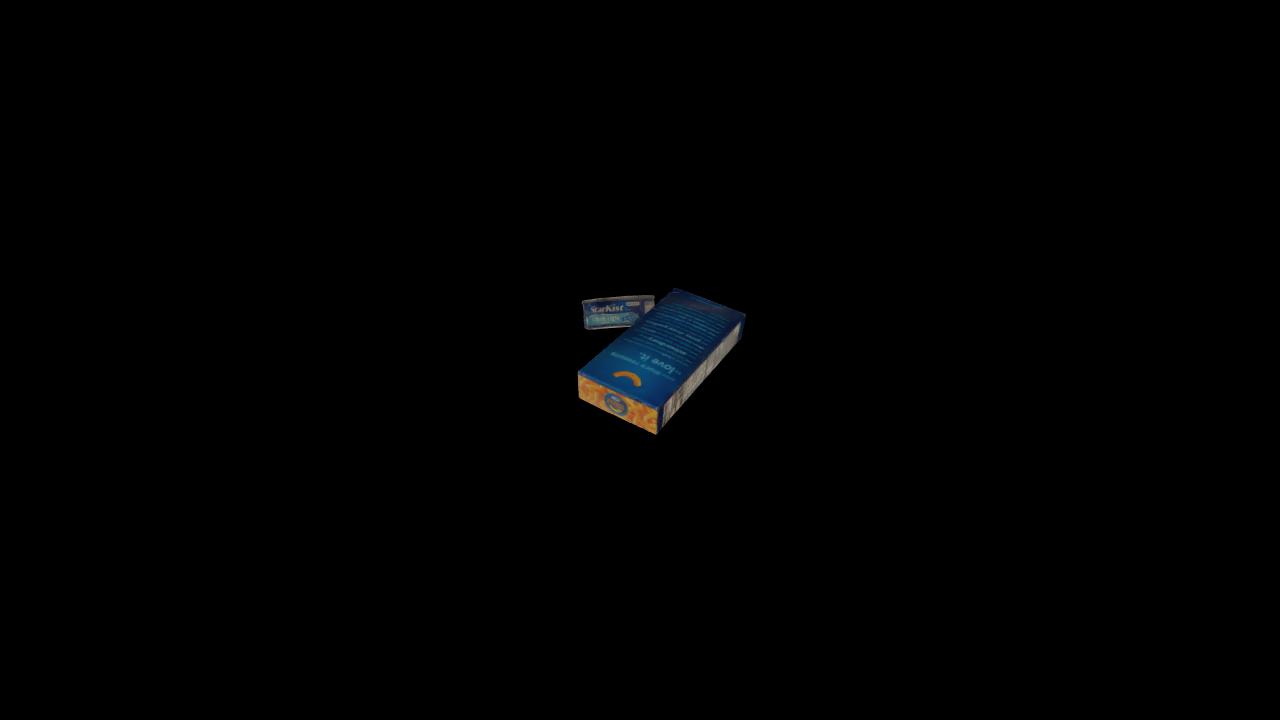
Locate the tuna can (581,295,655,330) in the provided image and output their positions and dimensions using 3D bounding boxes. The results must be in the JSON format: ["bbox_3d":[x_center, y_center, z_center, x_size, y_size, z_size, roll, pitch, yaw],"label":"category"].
[{"bbox_3d":[-0.024,-0.054,0.704,0.084,0.034,0.084,-4,3,0],"label":"tuna can"}]

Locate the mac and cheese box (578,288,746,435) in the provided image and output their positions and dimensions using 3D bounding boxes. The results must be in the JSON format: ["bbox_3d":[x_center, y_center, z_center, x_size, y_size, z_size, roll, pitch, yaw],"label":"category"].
[{"bbox_3d":[0.027,-0.007,0.632,0.093,0.041,0.184,25,44,23],"label":"mac and cheese box"}]
